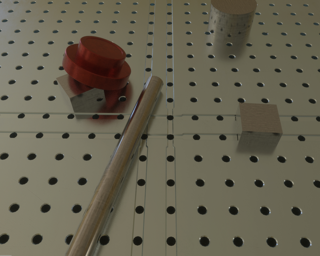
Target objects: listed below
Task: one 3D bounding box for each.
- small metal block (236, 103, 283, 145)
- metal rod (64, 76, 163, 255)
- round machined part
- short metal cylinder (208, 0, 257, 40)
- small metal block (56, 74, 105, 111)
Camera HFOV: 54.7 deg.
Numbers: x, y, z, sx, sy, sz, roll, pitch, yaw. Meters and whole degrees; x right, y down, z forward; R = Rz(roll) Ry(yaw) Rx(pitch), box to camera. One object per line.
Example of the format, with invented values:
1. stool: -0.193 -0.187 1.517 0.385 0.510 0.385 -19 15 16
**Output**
1. small metal block: 0.131 -0.006 0.413 0.050 0.025 0.050 4 50 3
2. metal rod: -0.049 0.042 0.371 0.025 0.025 0.300 13 51 10
3. round machined part: -0.089 -0.100 0.454 0.099 0.042 0.098 19 32 -12
4. short metal cylinder: 0.130 -0.206 0.565 0.081 0.050 0.080 0 50 0
5. small metal block: -0.117 -0.059 0.457 0.050 0.025 0.050 -27 55 -21
